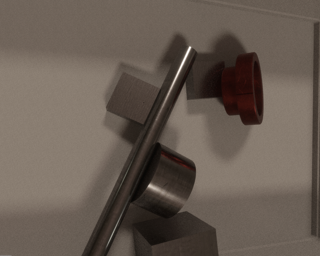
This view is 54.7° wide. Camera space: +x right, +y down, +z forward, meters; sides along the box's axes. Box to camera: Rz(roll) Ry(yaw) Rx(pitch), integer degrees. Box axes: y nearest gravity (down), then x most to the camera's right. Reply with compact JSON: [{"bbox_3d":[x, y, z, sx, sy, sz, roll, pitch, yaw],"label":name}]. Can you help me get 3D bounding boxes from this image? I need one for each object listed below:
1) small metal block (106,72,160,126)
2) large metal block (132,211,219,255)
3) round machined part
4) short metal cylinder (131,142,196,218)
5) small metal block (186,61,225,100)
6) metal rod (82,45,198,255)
[{"bbox_3d":[-0.034,-0.036,0.393,0.050,0.025,0.050,24,82,-5],"label":"small metal block"},{"bbox_3d":[0.017,0.148,0.389,0.081,0.080,0.050,-7,93,-20],"label":"large metal block"},{"bbox_3d":[0.114,-0.052,0.427,0.098,0.042,0.097,-4,90,-64],"label":"round machined part"},{"bbox_3d":[0.000,0.064,0.382,0.050,0.080,0.080,30,80,-18],"label":"short metal cylinder"},{"bbox_3d":[0.064,-0.067,0.436,0.050,0.025,0.050,-6,92,-20],"label":"small metal block"},{"bbox_3d":[-0.022,0.031,0.369,0.025,0.025,0.299,30,74,-18],"label":"metal rod"}]
